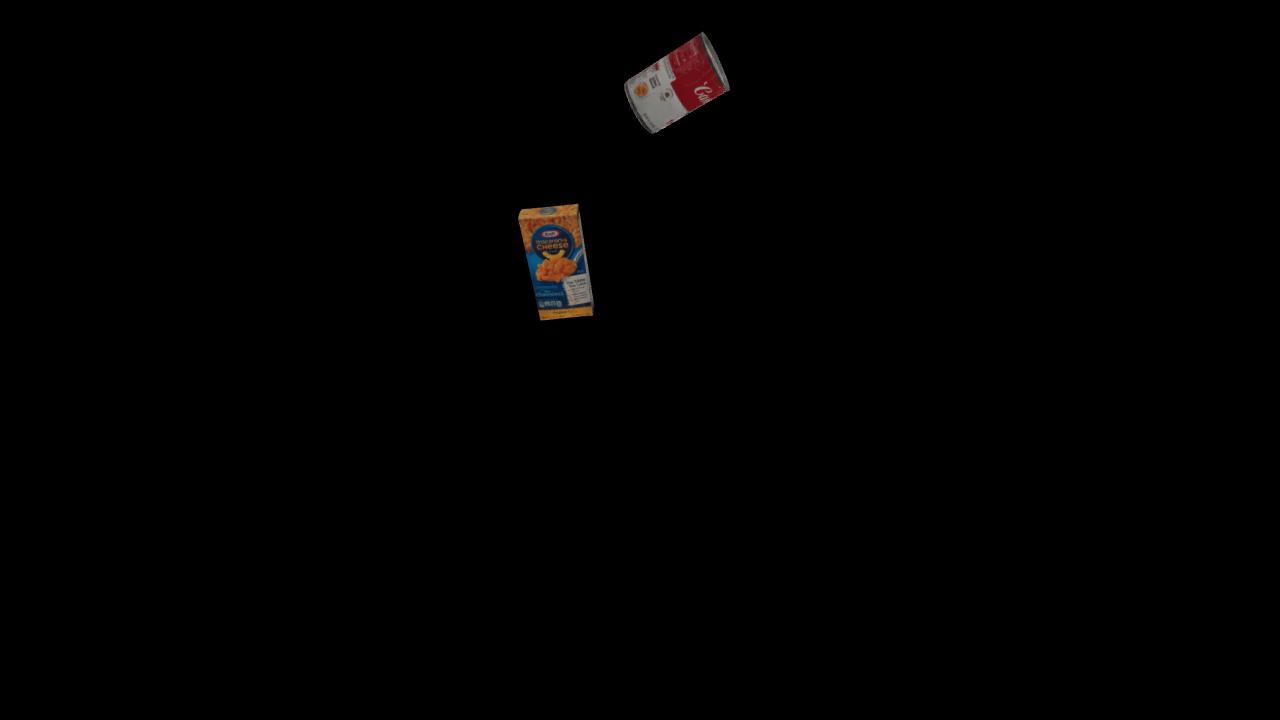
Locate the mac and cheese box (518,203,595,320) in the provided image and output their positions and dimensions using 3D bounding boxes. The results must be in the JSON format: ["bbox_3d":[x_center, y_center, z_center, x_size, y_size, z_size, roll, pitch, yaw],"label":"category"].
[{"bbox_3d":[-0.130,-0.152,0.982,0.093,0.184,0.041,-4,37,4],"label":"mac and cheese box"}]

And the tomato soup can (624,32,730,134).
[{"bbox_3d":[0.041,-0.309,0.693,0.101,0.068,0.068,-22,-9,23],"label":"tomato soup can"}]
